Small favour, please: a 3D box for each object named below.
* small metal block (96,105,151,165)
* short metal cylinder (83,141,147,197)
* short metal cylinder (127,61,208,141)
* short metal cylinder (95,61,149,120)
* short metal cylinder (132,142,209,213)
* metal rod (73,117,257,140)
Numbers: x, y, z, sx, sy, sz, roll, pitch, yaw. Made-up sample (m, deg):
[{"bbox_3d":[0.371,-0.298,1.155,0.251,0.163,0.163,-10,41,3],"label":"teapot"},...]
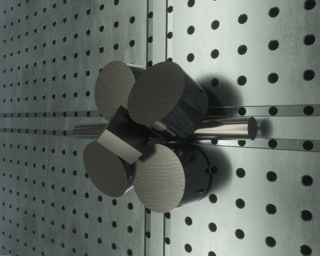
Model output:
[{"bbox_3d":[-0.041,0.008,0.376,0.050,0.050,0.025,36,128,-12],"label":"small metal block"},{"bbox_3d":[-0.058,0.046,0.420,0.080,0.050,0.079,17,120,32],"label":"short metal cylinder"},{"bbox_3d":[0.009,-0.031,0.364,0.080,0.050,0.080,-20,55,31],"label":"short metal cylinder"},{"bbox_3d":[-0.044,-0.048,0.424,0.080,0.050,0.079,0,90,40],"label":"short metal cylinder"},{"bbox_3d":[0.012,0.058,0.378,0.080,0.050,0.079,0,90,40],"label":"short metal cylinder"},{"bbox_3d":[-0.019,0.004,0.419,0.300,0.025,0.025,-1,89,40],"label":"metal rod"}]
